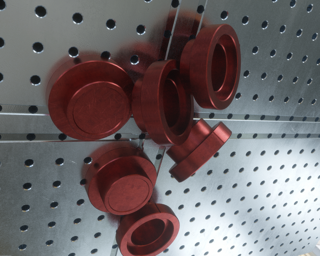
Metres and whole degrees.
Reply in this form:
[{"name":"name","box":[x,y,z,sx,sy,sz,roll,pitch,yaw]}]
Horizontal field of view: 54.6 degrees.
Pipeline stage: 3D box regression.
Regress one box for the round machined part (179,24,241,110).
[{"name":"round machined part","box":[0.058,-0.072,0.368,0.099,0.042,0.097,-18,112,-54]}]

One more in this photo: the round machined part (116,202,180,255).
[{"name":"round machined part","box":[-0.022,0.155,0.483,0.099,0.042,0.097,-14,124,-21]}]

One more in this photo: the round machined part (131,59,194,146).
[{"name":"round machined part","box":[0.002,-0.028,0.361,0.098,0.042,0.098,6,83,-62]}]

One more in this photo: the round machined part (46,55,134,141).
[{"name":"round machined part","box":[-0.072,-0.027,0.344,0.099,0.042,0.097,-14,124,-21]}]

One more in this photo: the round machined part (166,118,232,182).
[{"name":"round machined part","box":[0.046,0.024,0.417,0.098,0.098,0.042,-44,86,2]}]

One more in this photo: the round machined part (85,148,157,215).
[{"name":"round machined part","box":[-0.048,0.079,0.422,0.099,0.042,0.097,-14,124,-21]}]
